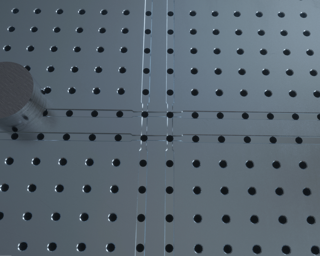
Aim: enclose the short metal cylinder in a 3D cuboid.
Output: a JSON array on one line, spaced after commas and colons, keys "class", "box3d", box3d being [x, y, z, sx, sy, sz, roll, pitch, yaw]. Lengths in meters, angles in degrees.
[{"class": "short metal cylinder", "box3d": [-0.199, -0.040, 0.412, 0.081, 0.050, 0.080, 0, 70, 0]}]
